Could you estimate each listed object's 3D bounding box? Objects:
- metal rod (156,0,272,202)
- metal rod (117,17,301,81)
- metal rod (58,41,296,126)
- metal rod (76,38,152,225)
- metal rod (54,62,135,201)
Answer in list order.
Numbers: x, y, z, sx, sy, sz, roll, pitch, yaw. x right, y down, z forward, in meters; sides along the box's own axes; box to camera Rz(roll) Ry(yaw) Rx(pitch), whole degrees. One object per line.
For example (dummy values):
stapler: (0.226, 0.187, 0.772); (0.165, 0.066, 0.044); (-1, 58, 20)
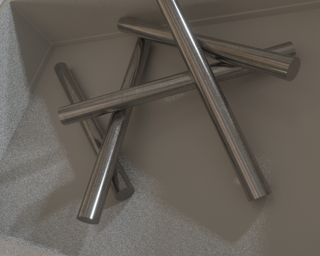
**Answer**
metal rod: (0.050, -0.061, 0.362); (0.025, 0.025, 0.299); (-26, 70, 12)
metal rod: (0.037, -0.115, 0.411); (0.300, 0.025, 0.025); (30, 78, 42)
metal rod: (0.017, -0.054, 0.394); (0.301, 0.025, 0.025); (-15, 55, 5)
metal rod: (-0.052, -0.020, 0.422); (0.025, 0.025, 0.300); (-5, 53, 25)
metal rod: (-0.111, -0.014, 0.470); (0.025, 0.025, 0.300); (-38, 51, 2)
